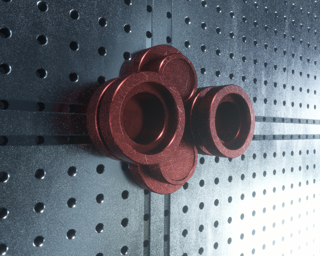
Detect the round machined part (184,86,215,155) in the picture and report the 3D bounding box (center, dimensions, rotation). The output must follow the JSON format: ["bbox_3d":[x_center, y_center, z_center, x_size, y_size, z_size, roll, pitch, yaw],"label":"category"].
[{"bbox_3d":[0.064,-0.010,0.449,0.099,0.042,0.097,0,90,-40],"label":"round machined part"}]

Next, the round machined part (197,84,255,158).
[{"bbox_3d":[0.084,-0.009,0.425,0.099,0.042,0.097,0,90,-40],"label":"round machined part"}]

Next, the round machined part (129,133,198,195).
[{"bbox_3d":[0.011,0.038,0.405,0.099,0.042,0.097,0,90,-40],"label":"round machined part"}]

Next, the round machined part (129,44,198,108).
[{"bbox_3d":[0.011,-0.060,0.406,0.099,0.042,0.097,0,90,-40],"label":"round machined part"}]

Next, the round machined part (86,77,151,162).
[{"bbox_3d":[-0.041,-0.010,0.362,0.099,0.042,0.097,0,90,-40],"label":"round machined part"}]

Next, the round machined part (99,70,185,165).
[{"bbox_3d":[-0.023,-0.011,0.336,0.099,0.042,0.097,0,90,-40],"label":"round machined part"}]
